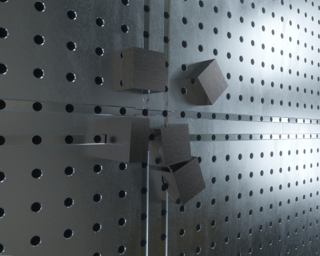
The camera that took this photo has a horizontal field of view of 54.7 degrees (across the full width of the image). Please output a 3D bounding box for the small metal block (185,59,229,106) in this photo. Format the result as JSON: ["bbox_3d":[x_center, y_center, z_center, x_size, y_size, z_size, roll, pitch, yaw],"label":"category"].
[{"bbox_3d":[0.073,-0.069,0.472,0.050,0.025,0.050,-48,119,-30],"label":"small metal block"}]

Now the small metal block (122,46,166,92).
[{"bbox_3d":[-0.020,-0.072,0.394,0.050,0.025,0.050,1,90,-40],"label":"small metal block"}]

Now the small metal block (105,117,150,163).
[{"bbox_3d":[-0.039,0.013,0.362,0.025,0.050,0.050,5,87,-40],"label":"small metal block"}]

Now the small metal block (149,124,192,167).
[{"bbox_3d":[0.014,0.022,0.423,0.050,0.025,0.050,-11,97,-40],"label":"small metal block"}]

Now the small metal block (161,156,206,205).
[{"bbox_3d":[0.034,0.073,0.440,0.050,0.025,0.050,-28,108,-37],"label":"small metal block"}]
